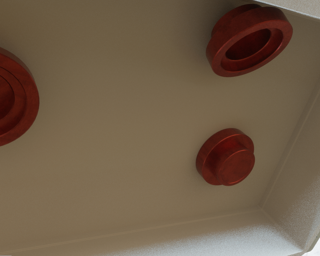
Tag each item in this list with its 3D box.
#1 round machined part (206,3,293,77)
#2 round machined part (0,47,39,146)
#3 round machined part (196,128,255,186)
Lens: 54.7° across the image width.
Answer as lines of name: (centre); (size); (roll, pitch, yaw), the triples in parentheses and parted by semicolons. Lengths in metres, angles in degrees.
round machined part: (0.100, -0.107, 0.368); (0.099, 0.042, 0.098); (-17, 157, -7)
round machined part: (-0.167, -0.032, 0.287); (0.099, 0.042, 0.097); (-14, 124, -21)
round machined part: (0.110, 0.052, 0.490); (0.099, 0.042, 0.097); (-14, 124, -21)
